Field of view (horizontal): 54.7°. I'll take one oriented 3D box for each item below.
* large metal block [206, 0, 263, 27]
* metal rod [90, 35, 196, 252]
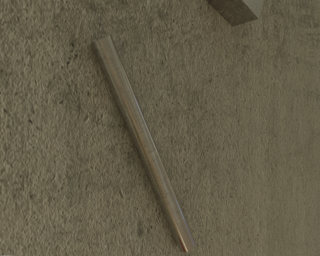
[{"bbox_3d":[0.122,-0.223,0.490,0.080,0.050,0.080,28,73,-37],"label":"large metal block"},{"bbox_3d":[-0.014,0.033,0.392,0.025,0.025,0.299,-34,111,-35],"label":"metal rod"}]
